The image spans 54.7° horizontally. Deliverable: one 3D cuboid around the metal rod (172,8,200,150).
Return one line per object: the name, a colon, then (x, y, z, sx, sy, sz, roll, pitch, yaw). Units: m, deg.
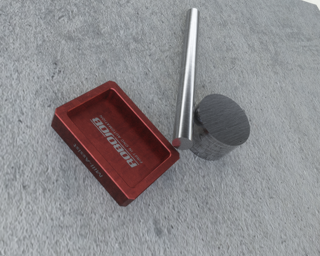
metal rod: (0.044, -0.094, 0.468, 0.025, 0.025, 0.300, 22, 48, -16)

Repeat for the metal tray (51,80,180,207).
metal tray: (-0.050, 0.014, 0.365, 0.130, 0.030, 0.091, 48, 51, 5)

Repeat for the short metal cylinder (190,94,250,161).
short metal cylinder: (0.077, -0.001, 0.432, 0.081, 0.050, 0.080, 14, 56, -21)
